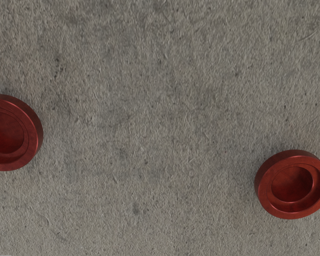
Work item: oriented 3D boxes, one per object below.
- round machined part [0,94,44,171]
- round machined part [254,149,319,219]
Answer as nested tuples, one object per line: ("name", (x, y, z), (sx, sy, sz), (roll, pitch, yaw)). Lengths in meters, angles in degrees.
("round machined part", (-0.200, 0.003, 0.400), (0.099, 0.042, 0.097), (0, 110, 0))
("round machined part", (0.180, 0.073, 0.429), (0.099, 0.042, 0.097), (0, 110, 0))
